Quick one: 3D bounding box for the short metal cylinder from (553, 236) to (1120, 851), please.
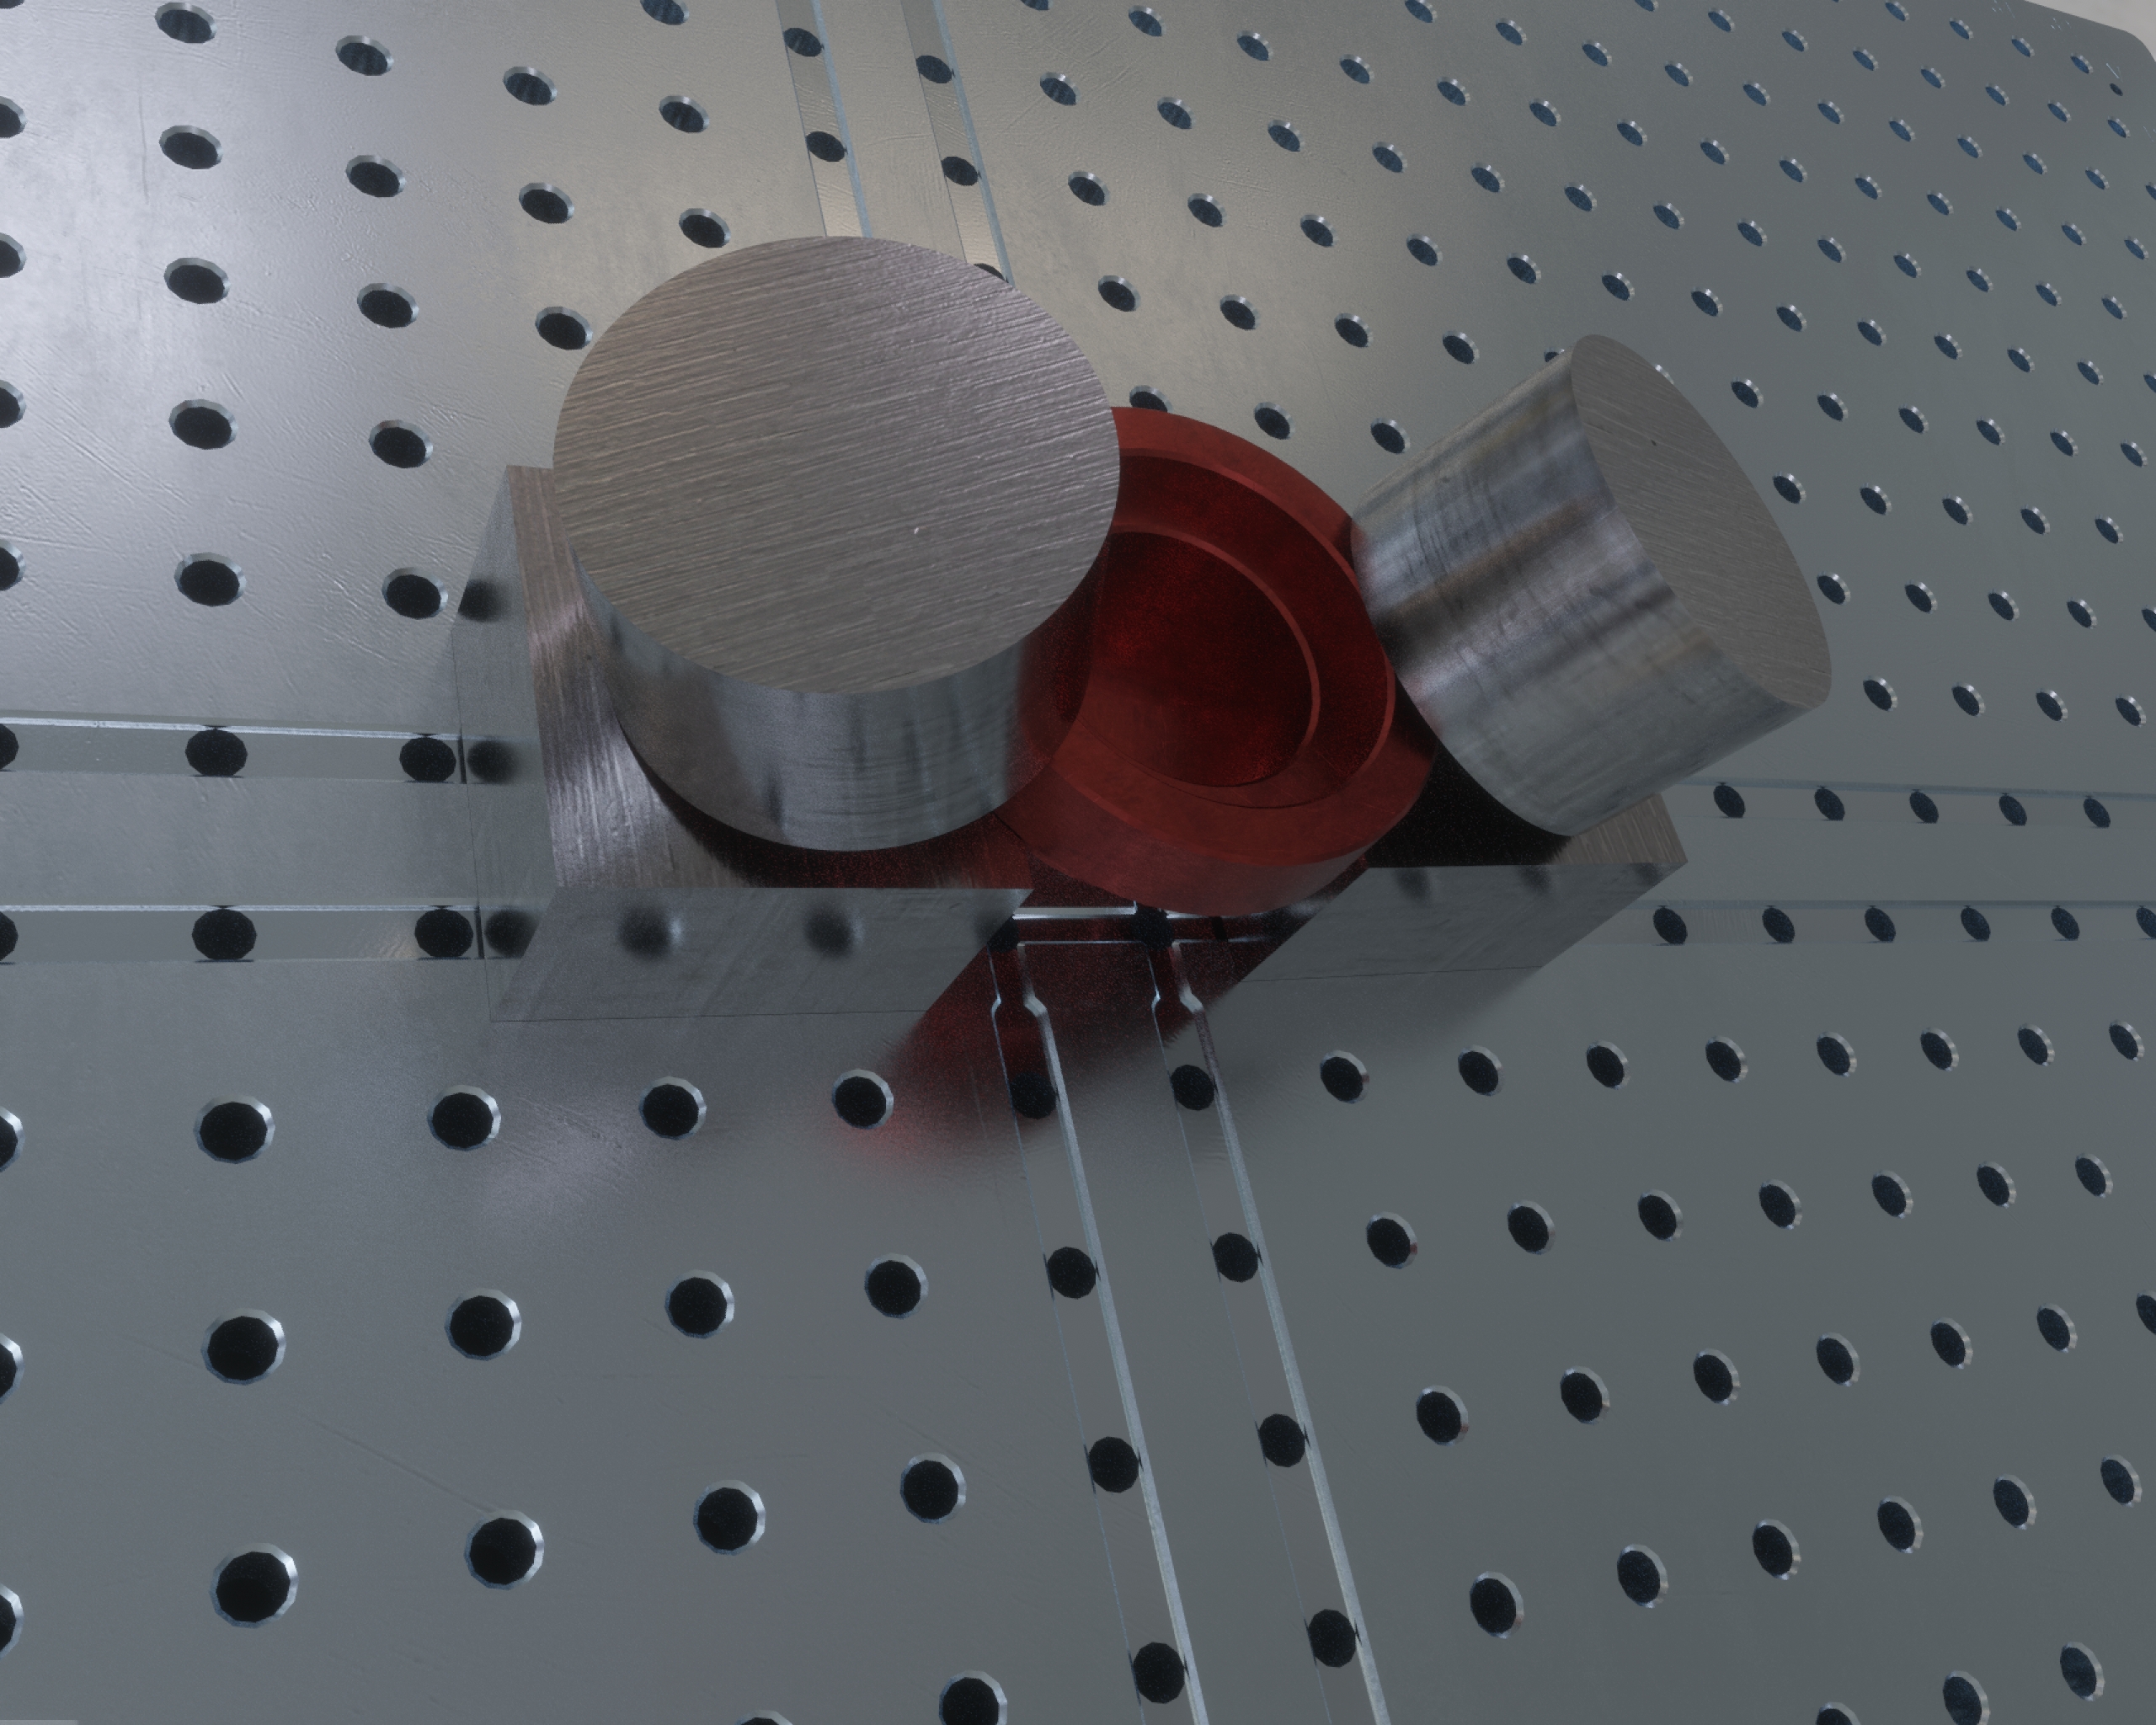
[{"bbox_3d":[-0.036,-0.048,0.321,0.081,0.050,0.080,2,65,-4],"label":"short metal cylinder"}]

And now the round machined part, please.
[{"bbox_3d":[0.014,-0.033,0.387,0.099,0.042,0.098,14,56,-21],"label":"round machined part"}]

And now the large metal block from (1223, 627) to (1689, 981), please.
[{"bbox_3d":[0.070,-0.023,0.443,0.081,0.050,0.080,-1,62,-29],"label":"large metal block"}]

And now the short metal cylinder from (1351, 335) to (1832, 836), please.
[{"bbox_3d":[0.097,-0.052,0.395,0.080,0.050,0.080,31,42,-33],"label":"short metal cylinder"}]

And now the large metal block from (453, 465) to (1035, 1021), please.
[{"bbox_3d":[-0.062,-0.019,0.370,0.081,0.050,0.080,1,62,-28],"label":"large metal block"}]
